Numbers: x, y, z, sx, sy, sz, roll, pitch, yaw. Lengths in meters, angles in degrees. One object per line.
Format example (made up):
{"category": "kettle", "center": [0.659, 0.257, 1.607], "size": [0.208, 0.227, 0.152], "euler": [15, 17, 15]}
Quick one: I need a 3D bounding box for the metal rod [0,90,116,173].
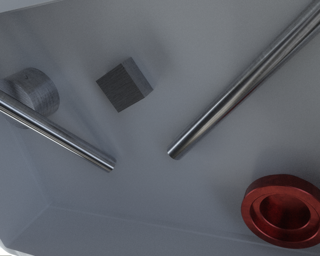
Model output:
{"category": "metal rod", "center": [-0.187, -0.019, 0.421], "size": [0.301, 0.025, 0.025], "euler": [35, 133, -25]}

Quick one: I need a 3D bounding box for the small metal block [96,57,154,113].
{"category": "small metal block", "center": [-0.045, -0.054, 0.397], "size": [0.050, 0.025, 0.050], "euler": [-25, 105, 36]}

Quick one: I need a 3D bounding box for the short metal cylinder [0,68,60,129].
{"category": "short metal cylinder", "center": [-0.201, -0.045, 0.468], "size": [0.080, 0.050, 0.079], "euler": [13, 124, 20]}

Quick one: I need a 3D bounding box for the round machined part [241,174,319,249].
{"category": "round machined part", "center": [0.152, 0.095, 0.376], "size": [0.098, 0.042, 0.097], "euler": [13, 124, 20]}

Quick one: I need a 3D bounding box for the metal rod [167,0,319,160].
{"category": "metal rod", "center": [0.098, -0.053, 0.323], "size": [0.025, 0.025, 0.298], "euler": [41, 129, -1]}
